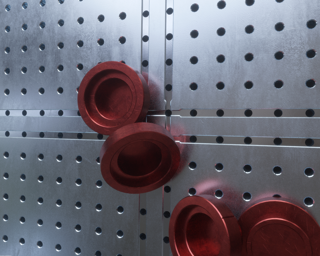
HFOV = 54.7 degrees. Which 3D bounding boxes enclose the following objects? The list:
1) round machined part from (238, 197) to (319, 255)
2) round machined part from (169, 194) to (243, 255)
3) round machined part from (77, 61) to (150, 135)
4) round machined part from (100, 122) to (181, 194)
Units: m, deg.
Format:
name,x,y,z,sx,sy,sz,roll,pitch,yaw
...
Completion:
name,x,y,z,sx,sy,sz,roll,pitch,yaw
round machined part,0.136,0.132,0.356,0.098,0.042,0.097,0,90,19
round machined part,0.058,0.129,0.367,0.098,0.042,0.097,-9,78,51
round machined part,-0.059,-0.039,0.423,0.098,0.042,0.097,0,90,19
round machined part,-0.027,0.034,0.394,0.098,0.098,0.042,-44,33,14
